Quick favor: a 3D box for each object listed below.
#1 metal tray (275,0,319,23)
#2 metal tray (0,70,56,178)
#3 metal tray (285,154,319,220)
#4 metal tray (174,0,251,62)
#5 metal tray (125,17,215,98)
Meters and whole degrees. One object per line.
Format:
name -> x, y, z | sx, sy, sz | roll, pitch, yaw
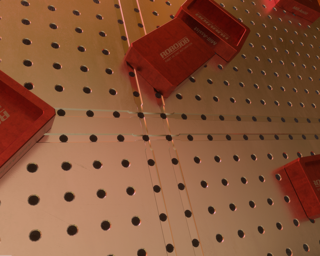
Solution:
metal tray -> 0.354, -0.335, 0.805 | 0.131, 0.030, 0.090 | 13, 56, -21
metal tray -> -0.181, 0.004, 0.305 | 0.090, 0.030, 0.130 | 37, 51, -4
metal tray -> 0.272, 0.088, 0.501 | 0.131, 0.030, 0.090 | -4, 64, -30
metal tray -> 0.100, -0.192, 0.578 | 0.130, 0.030, 0.090 | 36, 51, -5
metal tray -> 0.019, -0.115, 0.487 | 0.090, 0.030, 0.131 | 45, 51, 2
